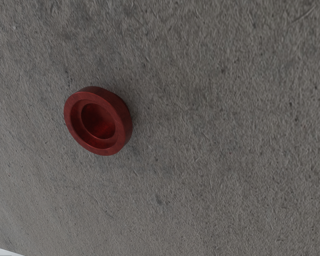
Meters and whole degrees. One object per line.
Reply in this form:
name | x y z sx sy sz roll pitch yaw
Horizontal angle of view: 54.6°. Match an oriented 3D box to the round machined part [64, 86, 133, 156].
round machined part | -0.081 -0.013 0.431 0.098 0.042 0.097 13 124 21
